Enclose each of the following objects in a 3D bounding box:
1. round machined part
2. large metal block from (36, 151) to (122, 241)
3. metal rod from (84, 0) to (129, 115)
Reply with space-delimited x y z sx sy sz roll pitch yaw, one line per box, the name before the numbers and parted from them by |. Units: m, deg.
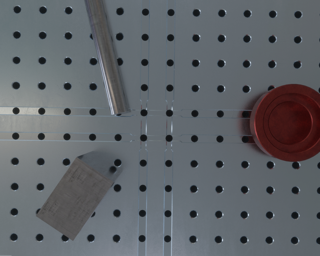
round machined part | 0.167 -0.007 0.406 0.099 0.042 0.097 0 90 0
large metal block | -0.095 0.079 0.385 0.050 0.080 0.080 34 90 0
metal rod | -0.087 -0.165 0.412 0.025 0.025 0.298 -13 90 0
